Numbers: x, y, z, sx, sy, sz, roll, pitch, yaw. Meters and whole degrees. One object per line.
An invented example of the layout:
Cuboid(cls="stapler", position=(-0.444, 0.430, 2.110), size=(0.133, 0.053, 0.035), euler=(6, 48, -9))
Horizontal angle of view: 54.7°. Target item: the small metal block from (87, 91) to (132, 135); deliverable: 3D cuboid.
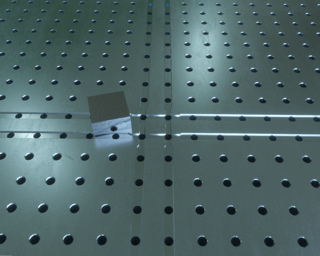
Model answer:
Cuboid(cls="small metal block", position=(-0.069, -0.021, 0.425), size=(0.050, 0.025, 0.050), euler=(-11, 51, -10))
